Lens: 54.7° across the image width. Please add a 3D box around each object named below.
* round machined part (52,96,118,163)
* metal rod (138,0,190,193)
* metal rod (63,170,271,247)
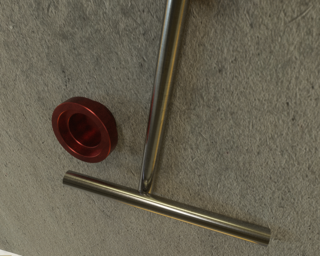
[{"bbox_3d":[-0.103,-0.001,0.447,0.098,0.042,0.097,13,124,20],"label":"round machined part"},{"bbox_3d":[-0.002,-0.016,0.396,0.025,0.025,0.298,21,126,15],"label":"metal rod"},{"bbox_3d":[0.003,0.113,0.446,0.301,0.025,0.025,14,125,9],"label":"metal rod"}]
